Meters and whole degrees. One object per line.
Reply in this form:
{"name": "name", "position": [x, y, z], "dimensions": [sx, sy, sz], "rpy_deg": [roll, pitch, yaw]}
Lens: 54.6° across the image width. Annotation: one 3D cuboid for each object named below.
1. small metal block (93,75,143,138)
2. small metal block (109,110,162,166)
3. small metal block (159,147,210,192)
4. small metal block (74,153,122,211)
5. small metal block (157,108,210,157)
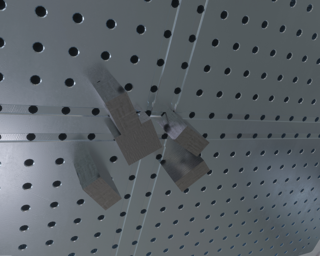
{"name": "small metal block", "position": [-0.048, -0.025, 0.353], "dimensions": [0.025, 0.050, 0.050], "rpy_deg": [-30, 128, -9]}
{"name": "small metal block", "position": [-0.031, 0.013, 0.402], "dimensions": [0.050, 0.025, 0.050], "rpy_deg": [-29, 128, -10]}
{"name": "small metal block", "position": [0.035, 0.055, 0.447], "dimensions": [0.050, 0.050, 0.025], "rpy_deg": [-37, 129, -4]}
{"name": "small metal block", "position": [-0.079, 0.068, 0.393], "dimensions": [0.025, 0.050, 0.050], "rpy_deg": [-36, 129, -4]}
{"name": "small metal block", "position": [0.031, 0.006, 0.415], "dimensions": [0.050, 0.050, 0.025], "rpy_deg": [35, 99, -39]}
